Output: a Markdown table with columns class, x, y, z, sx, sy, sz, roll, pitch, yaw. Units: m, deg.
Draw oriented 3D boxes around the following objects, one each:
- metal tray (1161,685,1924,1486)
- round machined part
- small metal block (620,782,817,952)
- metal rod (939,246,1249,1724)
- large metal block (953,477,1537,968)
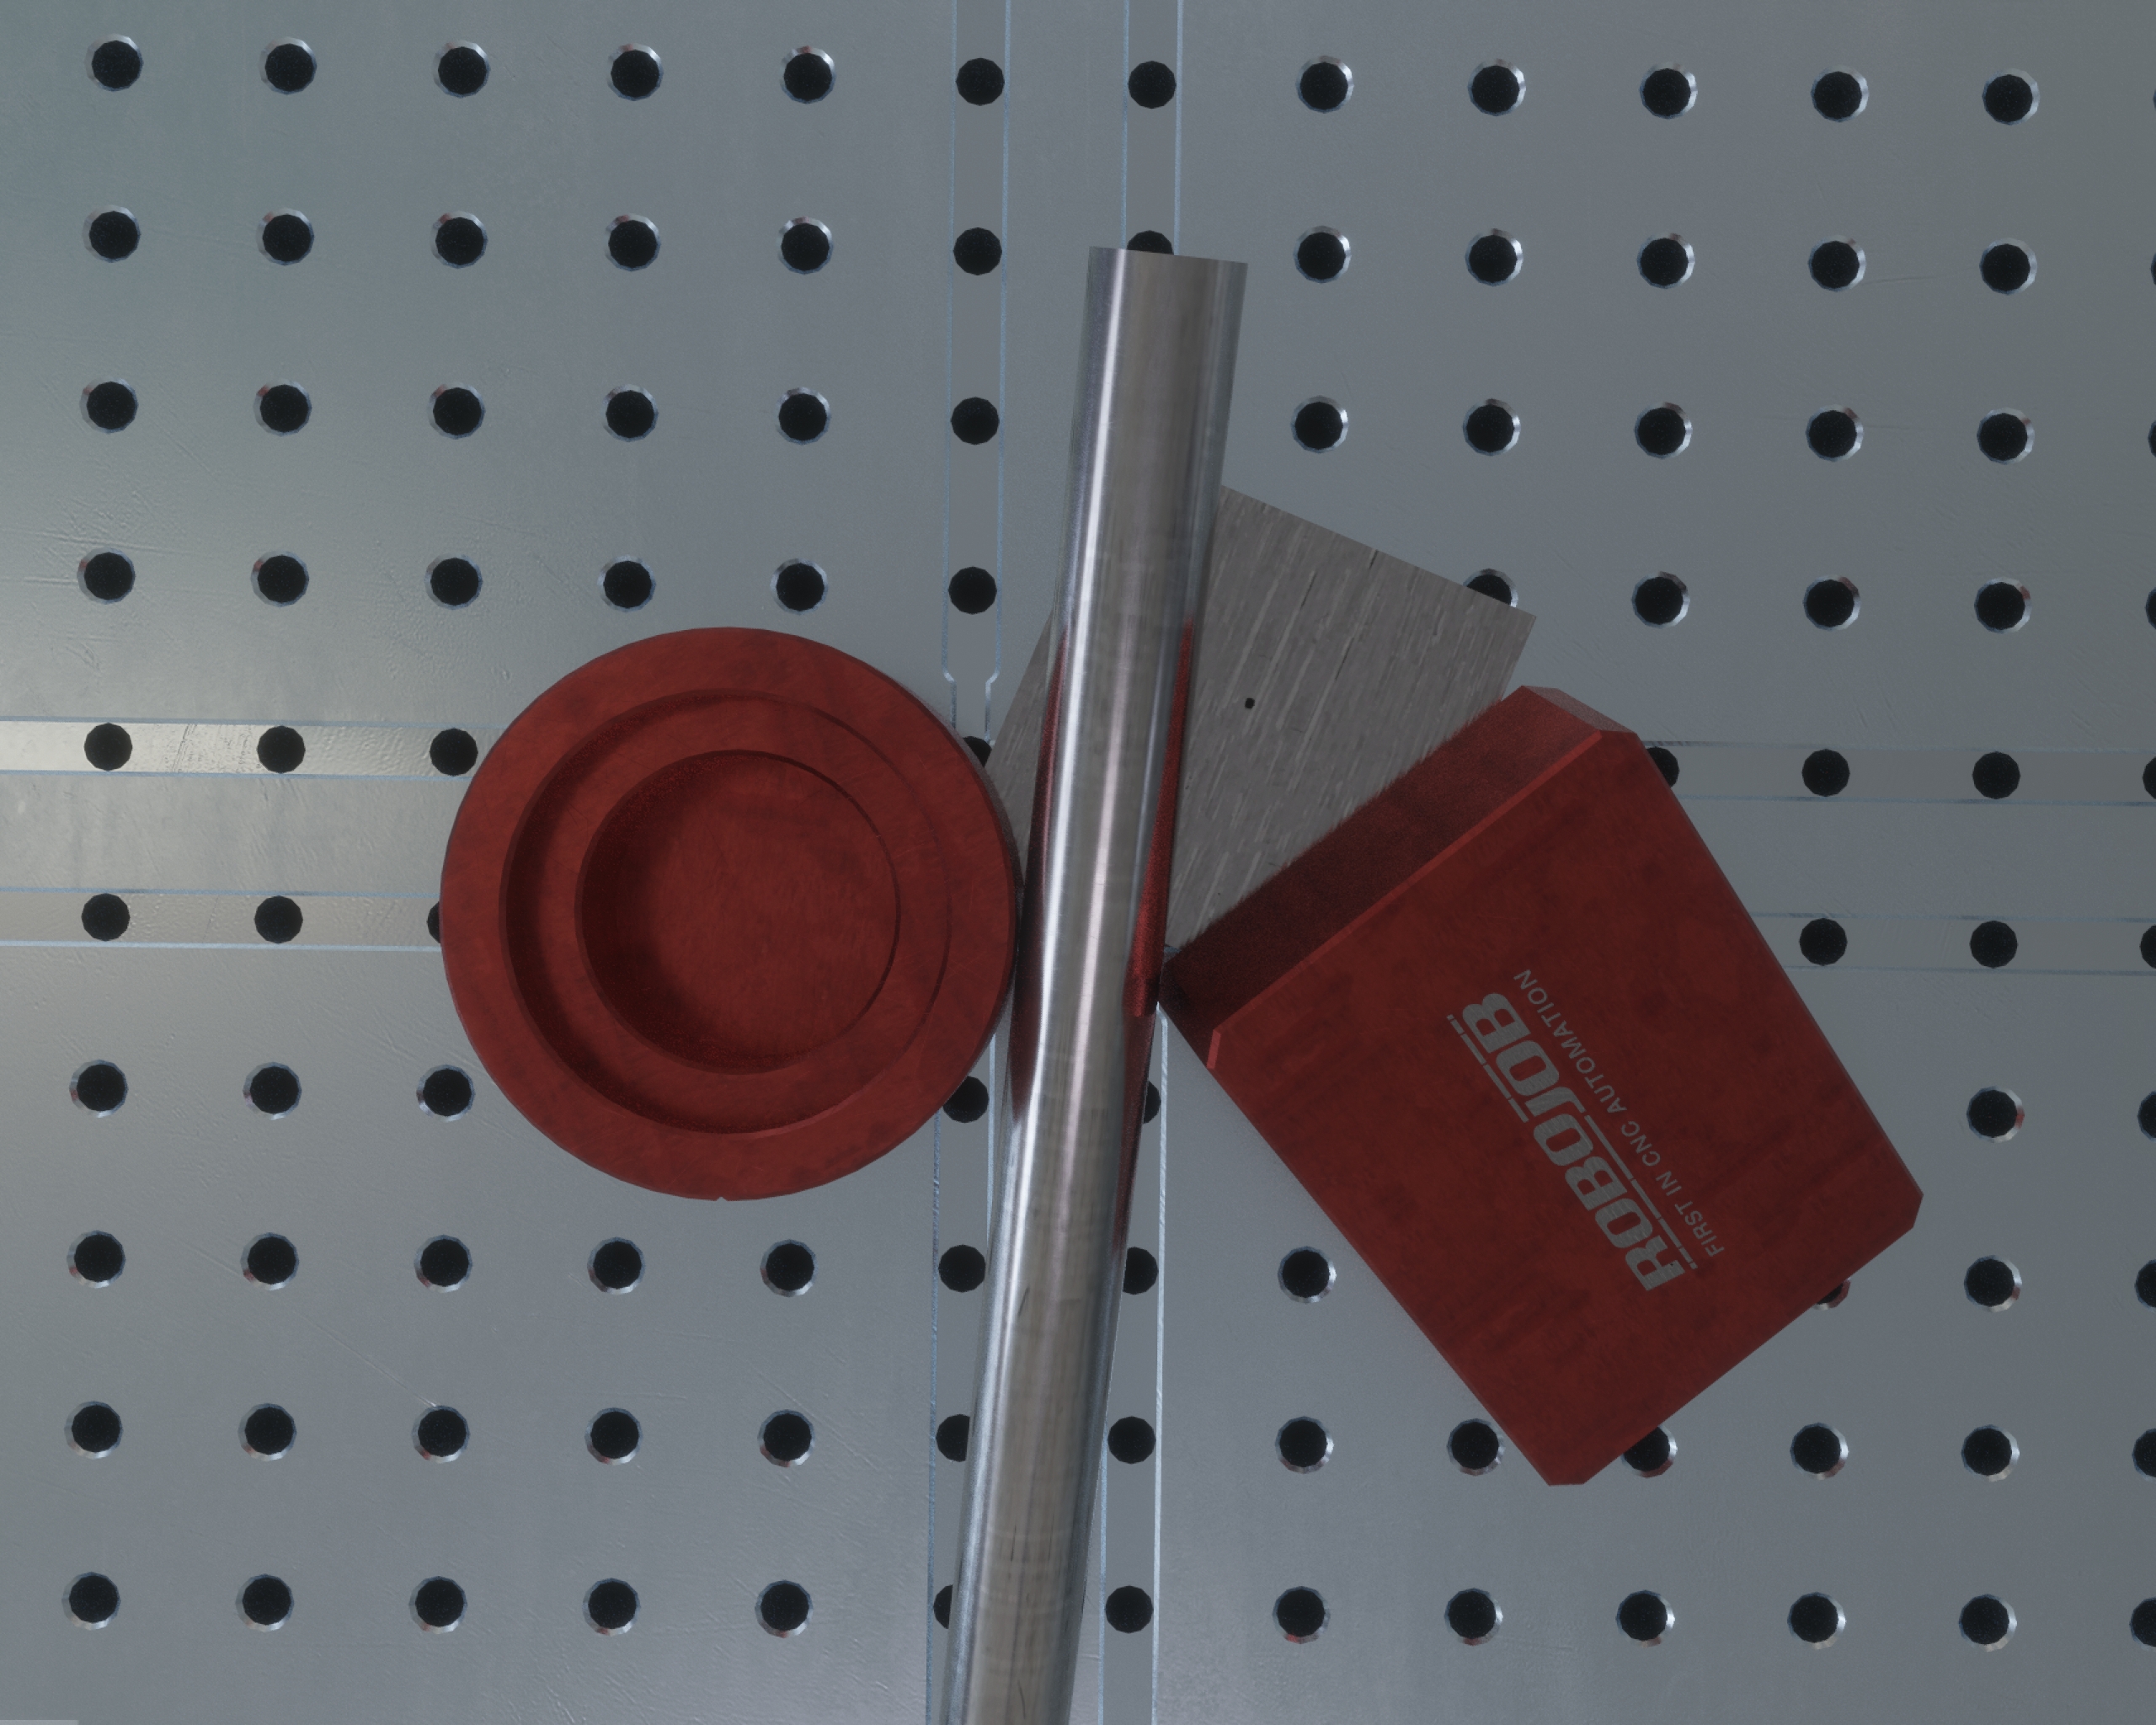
| class | x | y | z | sx | sy | sz | roll | pitch | yaw |
| --- | --- | --- | --- | --- | --- | --- | --- | --- | --- |
| metal tray | 0.087 | 0.044 | 0.383 | 0.090 | 0.030 | 0.130 | -38 | 115 | 0 |
| round machined part | -0.059 | 0.009 | 0.374 | 0.099 | 0.042 | 0.097 | 0 | 91 | 3 |
| small metal block | -0.073 | -0.007 | 0.410 | 0.050 | 0.025 | 0.050 | -22 | 90 | 0 |
| metal rod | -0.001 | 0.046 | 0.370 | 0.025 | 0.025 | 0.298 | 6 | 106 | 0 |
| large metal block | 0.030 | -0.023 | 0.398 | 0.080 | 0.050 | 0.080 | 23 | 90 | 0 |
